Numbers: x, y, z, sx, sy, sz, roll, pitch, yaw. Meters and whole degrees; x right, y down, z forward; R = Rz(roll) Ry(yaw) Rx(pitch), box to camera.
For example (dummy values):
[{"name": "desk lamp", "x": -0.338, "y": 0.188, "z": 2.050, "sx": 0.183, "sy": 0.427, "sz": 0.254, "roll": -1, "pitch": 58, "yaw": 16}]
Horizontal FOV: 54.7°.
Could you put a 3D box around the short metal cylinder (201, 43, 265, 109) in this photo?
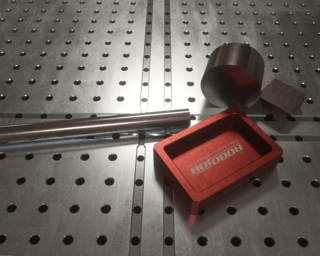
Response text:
[{"name": "short metal cylinder", "x": 0.102, "y": -0.071, "z": 0.433, "sx": 0.080, "sy": 0.080, "sz": 0.050, "roll": 14, "pitch": 52, "yaw": 11}]

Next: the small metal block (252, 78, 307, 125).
[{"name": "small metal block", "x": 0.170, "y": -0.039, "z": 0.442, "sx": 0.050, "sy": 0.025, "sz": 0.050, "roll": 37, "pitch": 59, "yaw": 26}]

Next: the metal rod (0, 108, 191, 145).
[{"name": "metal rod", "x": -0.110, "y": 0.001, "z": 0.405, "sx": 0.302, "sy": 0.025, "sz": 0.025, "roll": -6, "pitch": 50, "yaw": -5}]

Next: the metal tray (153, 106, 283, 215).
[{"name": "metal tray", "x": 0.069, "y": 0.034, "z": 0.376, "sx": 0.131, "sy": 0.030, "sz": 0.090, "roll": -25, "pitch": 55, "yaw": -20}]
